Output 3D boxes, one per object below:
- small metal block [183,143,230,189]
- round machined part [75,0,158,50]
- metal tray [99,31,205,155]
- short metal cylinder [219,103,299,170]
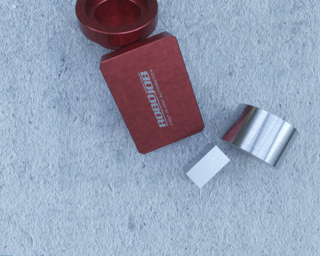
[{"bbox_3d":[0.058,0.047,0.398,0.050,0.050,0.025,-44,91,0],"label":"small metal block"},{"bbox_3d":[-0.052,-0.136,0.387,0.099,0.042,0.098,1,59,-1],"label":"round machined part"},{"bbox_3d":[-0.007,-0.040,0.379,0.090,0.030,0.129,-22,118,0],"label":"metal tray"},{"bbox_3d":[0.121,0.011,0.384,0.080,0.080,0.050,29,90,-1],"label":"short metal cylinder"}]
